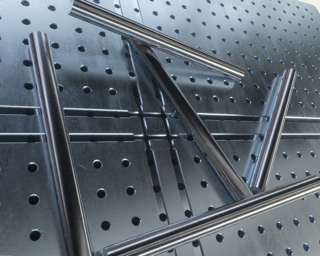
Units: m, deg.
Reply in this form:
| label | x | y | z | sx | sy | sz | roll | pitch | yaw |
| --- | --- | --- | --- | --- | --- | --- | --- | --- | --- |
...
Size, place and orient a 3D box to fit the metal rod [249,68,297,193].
| label | x | y | z | sx | sy | sz | roll | pitch | yaw |
| --- | --- | --- | --- | --- | --- | --- | --- | --- | --- |
| metal rod | 0.196 | -0.009 | 0.522 | 0.025 | 0.025 | 0.301 | 36 | 51 | -5 |

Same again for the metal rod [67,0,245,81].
| label | x | y | z | sx | sy | sz | roll | pitch | yaw |
| --- | --- | --- | --- | --- | --- | --- | --- | --- | --- |
| metal rod | 0.014 | -0.124 | 0.466 | 0.302 | 0.025 | 0.025 | 13 | 56 | -31 |

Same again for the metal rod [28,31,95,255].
| label | x | y | z | sx | sy | sz | roll | pitch | yaw |
| --- | --- | --- | --- | --- | --- | --- | --- | --- | --- |
| metal rod | -0.111 | 0.017 | 0.338 | 0.025 | 0.025 | 0.299 | -5 | 64 | -31 |

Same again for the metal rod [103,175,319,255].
| label | x | y | z | sx | sy | sz | roll | pitch | yaw |
| --- | --- | --- | --- | --- | --- | --- | --- | --- | --- |
| metal rod | 0.082 | 0.103 | 0.367 | 0.303 | 0.025 | 0.025 | -11 | 67 | -25 |

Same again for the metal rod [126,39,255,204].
| label | x | y | z | sx | sy | sz | roll | pitch | yaw |
| --- | --- | --- | --- | --- | --- | --- | --- | --- | --- |
| metal rod | 0.039 | -0.019 | 0.442 | 0.025 | 0.025 | 0.299 | -24 | 75 | -37 |
